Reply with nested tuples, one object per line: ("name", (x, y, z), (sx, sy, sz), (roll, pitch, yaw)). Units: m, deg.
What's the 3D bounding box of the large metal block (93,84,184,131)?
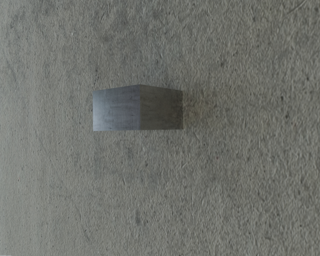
("large metal block", (-0.027, -0.022, 0.391), (0.080, 0.081, 0.050), (-1, 89, 39))
